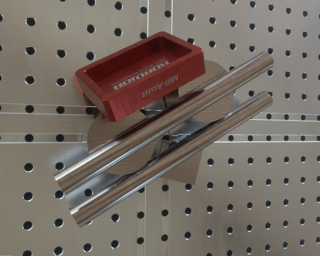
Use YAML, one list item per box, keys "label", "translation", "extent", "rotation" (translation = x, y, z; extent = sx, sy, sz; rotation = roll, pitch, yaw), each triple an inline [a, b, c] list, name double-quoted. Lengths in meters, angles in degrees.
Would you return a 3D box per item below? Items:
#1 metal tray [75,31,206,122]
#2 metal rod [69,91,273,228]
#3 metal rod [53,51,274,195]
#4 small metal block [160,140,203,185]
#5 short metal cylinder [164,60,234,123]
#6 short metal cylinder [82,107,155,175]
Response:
- label: "metal tray"
  translation: [-0.023, -0.067, 0.369]
  extent: [0.131, 0.090, 0.030]
  rotation: [-30, 132, -18]
- label: "metal rod"
  translation: [0.028, 0.030, 0.396]
  extent: [0.302, 0.025, 0.025]
  rotation: [-30, 100, -18]
- label: "metal rod"
  translation: [0.019, -0.016, 0.366]
  extent: [0.302, 0.025, 0.025]
  rotation: [-31, 101, -18]
- label: "small metal block"
  translation: [0.026, 0.047, 0.422]
  extent: [0.050, 0.025, 0.050]
  rotation: [16, 85, -20]
- label: "short metal cylinder"
  translation: [0.052, -0.047, 0.420]
  extent: [0.081, 0.050, 0.079]
  rotation: [0, 90, -21]
- label: "short metal cylinder"
  translation: [-0.052, 0.014, 0.381]
  extent: [0.081, 0.050, 0.079]
  rotation: [0, 90, -21]
